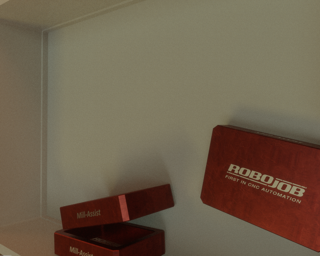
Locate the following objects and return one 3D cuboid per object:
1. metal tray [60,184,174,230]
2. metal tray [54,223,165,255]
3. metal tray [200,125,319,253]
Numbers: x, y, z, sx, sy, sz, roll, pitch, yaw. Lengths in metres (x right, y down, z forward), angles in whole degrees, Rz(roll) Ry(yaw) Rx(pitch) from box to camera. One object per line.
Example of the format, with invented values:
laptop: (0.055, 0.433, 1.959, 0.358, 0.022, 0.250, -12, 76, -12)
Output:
metal tray: (-0.058, 0.105, 0.412, 0.130, 0.091, 0.030, -20, 77, 38)
metal tray: (-0.070, 0.156, 0.422, 0.130, 0.091, 0.030, -3, 88, 40)
metal tray: (0.110, 0.053, 0.313, 0.130, 0.030, 0.089, 15, 100, 39)
